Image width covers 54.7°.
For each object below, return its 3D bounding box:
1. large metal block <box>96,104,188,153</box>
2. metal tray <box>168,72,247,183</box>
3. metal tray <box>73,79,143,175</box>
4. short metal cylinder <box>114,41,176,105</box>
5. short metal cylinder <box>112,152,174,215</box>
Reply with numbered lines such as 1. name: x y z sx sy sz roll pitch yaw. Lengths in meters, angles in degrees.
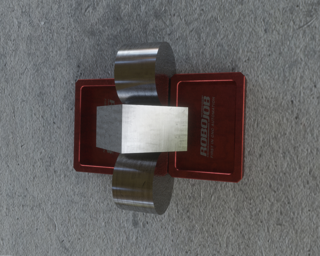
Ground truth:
1. large metal block: -0.023 0.000 0.367 0.080 0.081 0.050 3 93 60
2. metal tray: 0.059 -0.002 0.387 0.090 0.030 0.129 2 91 19
3. metal tray: -0.073 -0.002 0.434 0.090 0.030 0.129 2 91 19
4. short metal cylinder: -0.015 -0.065 0.386 0.050 0.080 0.079 2 91 20
5. short metal cylinder: -0.018 0.065 0.387 0.050 0.080 0.079 2 91 20
